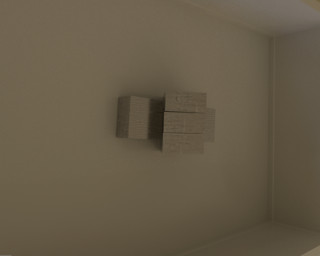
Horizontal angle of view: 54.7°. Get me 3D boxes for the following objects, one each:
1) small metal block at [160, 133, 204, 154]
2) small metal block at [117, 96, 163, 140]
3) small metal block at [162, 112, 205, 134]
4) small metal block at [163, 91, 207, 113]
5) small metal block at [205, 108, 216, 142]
[{"bbox_3d":[0.027,0.020,0.400,0.050,0.050,0.025,2,88,-4],"label":"small metal block"},{"bbox_3d":[-0.025,-0.012,0.386,0.050,0.025,0.050,5,87,-40],"label":"small metal block"},{"bbox_3d":[0.028,-0.006,0.401,0.050,0.050,0.025,2,88,-4],"label":"small metal block"},{"bbox_3d":[0.030,-0.031,0.402,0.050,0.050,0.025,3,88,-4],"label":"small metal block"},{"bbox_3d":[0.054,-0.005,0.453,0.050,0.025,0.050,4,88,-40],"label":"small metal block"}]
